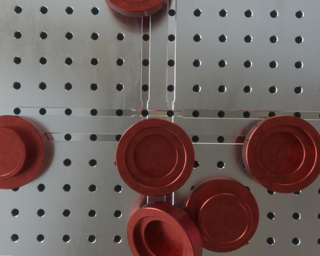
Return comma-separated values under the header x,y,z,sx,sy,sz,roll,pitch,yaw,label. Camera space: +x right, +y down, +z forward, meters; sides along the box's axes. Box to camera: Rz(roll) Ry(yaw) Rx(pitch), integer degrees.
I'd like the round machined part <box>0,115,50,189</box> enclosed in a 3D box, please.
x,y,z,sx,sy,sz,roll,pitch,yaw,label
-0.200,0.031,0.404,0.099,0.042,0.097,0,90,0,round machined part

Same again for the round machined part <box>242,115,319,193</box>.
x,y,z,sx,sy,sz,roll,pitch,yaw,label
0.156,0.033,0.406,0.099,0.042,0.097,0,90,0,round machined part

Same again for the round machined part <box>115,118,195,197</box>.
x,y,z,sx,sy,sz,roll,pitch,yaw,label
-0.006,0.036,0.405,0.099,0.042,0.097,0,90,0,round machined part

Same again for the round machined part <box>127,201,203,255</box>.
x,y,z,sx,sy,sz,roll,pitch,yaw,label
0.009,0.137,0.390,0.098,0.042,0.097,9,107,31,round machined part

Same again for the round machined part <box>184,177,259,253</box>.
x,y,z,sx,sy,sz,roll,pitch,yaw,label
0.081,0.115,0.405,0.099,0.042,0.097,0,90,0,round machined part

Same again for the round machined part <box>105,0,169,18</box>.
x,y,z,sx,sy,sz,roll,pitch,yaw,label
-0.030,-0.193,0.405,0.099,0.042,0.097,0,90,0,round machined part
